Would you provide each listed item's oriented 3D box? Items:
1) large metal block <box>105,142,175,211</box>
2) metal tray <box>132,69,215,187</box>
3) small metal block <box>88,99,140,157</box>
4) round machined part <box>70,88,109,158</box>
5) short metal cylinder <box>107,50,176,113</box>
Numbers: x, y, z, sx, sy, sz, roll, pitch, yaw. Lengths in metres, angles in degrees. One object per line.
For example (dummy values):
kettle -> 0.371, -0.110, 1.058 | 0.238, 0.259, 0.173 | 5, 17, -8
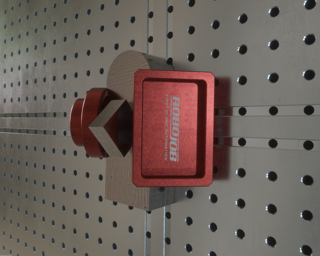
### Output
large metal block -> -0.027, 0.058, 0.415 | 0.080, 0.050, 0.079 | 3, 92, 40
metal tray -> 0.014, 0.001, 0.357 | 0.030, 0.091, 0.129 | -174, 85, -83
small metal block -> -0.052, 0.000, 0.381 | 0.025, 0.050, 0.050 | 0, 132, 37
round machined part -> -0.093, -0.007, 0.433 | 0.042, 0.098, 0.097 | 1, 91, 7
short metal cylinder -> -0.025, -0.059, 0.413 | 0.080, 0.050, 0.080 | 0, 90, 40
